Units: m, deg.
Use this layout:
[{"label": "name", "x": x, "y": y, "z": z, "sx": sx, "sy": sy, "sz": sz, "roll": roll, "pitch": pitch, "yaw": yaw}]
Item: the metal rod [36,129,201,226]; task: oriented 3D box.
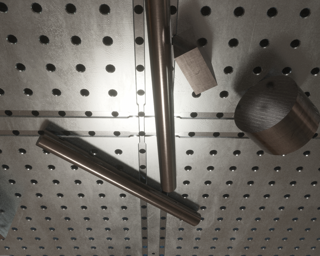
[{"label": "metal rod", "x": -0.049, "y": 0.088, "z": 0.485, "sx": 0.301, "sy": 0.025, "sz": 0.025, "roll": 34, "pitch": 122, "yaw": -26}]

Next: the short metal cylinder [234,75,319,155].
[{"label": "short metal cylinder", "x": 0.136, "y": -0.015, "z": 0.365, "sx": 0.080, "sy": 0.080, "sz": 0.050, "roll": -37, "pitch": 121, "yaw": 26}]

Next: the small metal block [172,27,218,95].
[{"label": "small metal block", "x": 0.037, "y": -0.073, "z": 0.334, "sx": 0.025, "sy": 0.050, "sz": 0.050, "roll": -24, "pitch": 127, "yaw": 18}]

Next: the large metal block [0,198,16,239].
[{"label": "large metal block", "x": -0.307, "y": 0.147, "z": 0.516, "sx": 0.080, "sy": 0.050, "sz": 0.080, "roll": -12, "pitch": 129, "yaw": 9}]

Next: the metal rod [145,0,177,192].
[{"label": "metal rod", "x": 0.005, "y": -0.021, "z": 0.393, "sx": 0.025, "sy": 0.025, "sz": 0.298, "roll": -3, "pitch": 130, "yaw": 2}]
